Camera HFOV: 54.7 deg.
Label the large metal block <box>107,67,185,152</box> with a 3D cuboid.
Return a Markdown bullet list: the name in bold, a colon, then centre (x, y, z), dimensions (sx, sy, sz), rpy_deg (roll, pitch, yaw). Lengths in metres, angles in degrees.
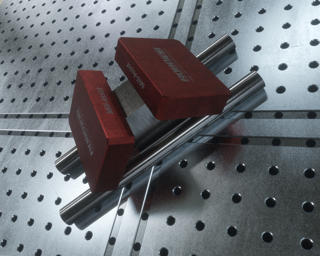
- **large metal block**: centre (-0.016, -0.021, 0.392), dimensions (0.080, 0.080, 0.050), rpy_deg (-36, 51, 4)

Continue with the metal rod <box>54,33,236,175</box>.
- **metal rod**: centre (-0.023, -0.032, 0.438), dimensions (0.300, 0.025, 0.025), rpy_deg (-37, 51, 3)

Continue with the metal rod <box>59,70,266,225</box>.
- **metal rod**: centre (0.000, 0.027, 0.391), dimensions (0.300, 0.025, 0.025), rpy_deg (-36, 51, 4)

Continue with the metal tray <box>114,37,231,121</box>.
- **metal tray**: centre (0.011, -0.064, 0.370), dimensions (0.091, 0.030, 0.130), rpy_deg (-7, 44, -30)

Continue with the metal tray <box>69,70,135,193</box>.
- **metal tray**: centre (-0.077, 0.001, 0.377), dimensions (0.130, 0.030, 0.089), rpy_deg (60, 140, 38)
